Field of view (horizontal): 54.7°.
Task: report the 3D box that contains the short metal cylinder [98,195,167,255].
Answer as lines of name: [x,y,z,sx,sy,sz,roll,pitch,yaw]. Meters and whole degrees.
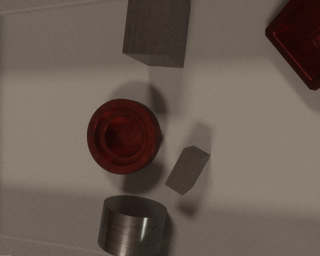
short metal cylinder: [-0.035,0.122,0.393,0.080,0.080,0.050,11,94,19]

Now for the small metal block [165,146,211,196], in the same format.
small metal block: [0.036,0.051,0.384,0.025,0.050,0.050,30,100,17]

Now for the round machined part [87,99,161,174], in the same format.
round machined part: [-0.044,0.011,0.416,0.098,0.042,0.097,0,90,19]

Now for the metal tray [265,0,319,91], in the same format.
metal tray: [0.173,-0.106,0.301,0.030,0.129,0.090,-29,78,-26]

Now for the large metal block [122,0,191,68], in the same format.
large metal block: [-0.001,-0.122,0.381,0.050,0.080,0.079,8,93,19]
